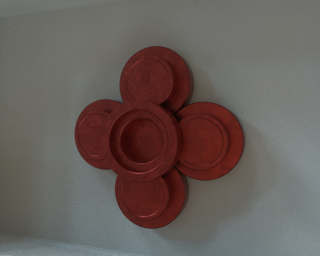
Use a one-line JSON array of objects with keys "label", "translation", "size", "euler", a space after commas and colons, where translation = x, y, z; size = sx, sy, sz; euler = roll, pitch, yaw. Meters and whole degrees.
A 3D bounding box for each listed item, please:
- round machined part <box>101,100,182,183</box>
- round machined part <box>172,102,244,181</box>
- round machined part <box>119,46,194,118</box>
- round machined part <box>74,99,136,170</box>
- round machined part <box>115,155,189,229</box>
[{"label": "round machined part", "translation": [-0.019, 0.015, 0.384], "size": [0.098, 0.042, 0.097], "euler": [0, 90, 20]}, {"label": "round machined part", "translation": [0.052, 0.016, 0.381], "size": [0.098, 0.042, 0.097], "euler": [0, 90, 20]}, {"label": "round machined part", "translation": [-0.009, -0.058, 0.401], "size": [0.098, 0.042, 0.097], "euler": [0, 90, 20]}, {"label": "round machined part", "translation": [-0.077, 0.009, 0.426], "size": [0.098, 0.042, 0.097], "euler": [0, 90, 20]}, {"label": "round machined part", "translation": [-0.015, 0.083, 0.405], "size": [0.098, 0.042, 0.097], "euler": [-1, 88, 18]}]
